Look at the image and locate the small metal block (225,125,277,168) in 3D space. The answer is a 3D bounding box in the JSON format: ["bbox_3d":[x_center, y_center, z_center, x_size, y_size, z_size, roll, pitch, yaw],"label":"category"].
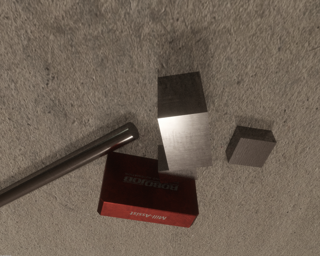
[{"bbox_3d":[0.125,0.027,0.432,0.050,0.025,0.050,8,130,-8],"label":"small metal block"}]

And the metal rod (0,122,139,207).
[{"bbox_3d":[-0.161,0.066,0.461,0.300,0.025,0.025,-27,126,20],"label":"metal rod"}]

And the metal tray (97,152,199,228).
[{"bbox_3d":[-0.015,0.085,0.436,0.131,0.090,0.030,11,129,-10],"label":"metal tray"}]

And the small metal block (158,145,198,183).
[{"bbox_3d":[0.024,0.047,0.432,0.050,0.050,0.025,-7,130,5],"label":"small metal block"}]

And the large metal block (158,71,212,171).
[{"bbox_3d":[0.029,-0.009,0.364,0.050,0.080,0.080,-8,130,6],"label":"large metal block"}]
